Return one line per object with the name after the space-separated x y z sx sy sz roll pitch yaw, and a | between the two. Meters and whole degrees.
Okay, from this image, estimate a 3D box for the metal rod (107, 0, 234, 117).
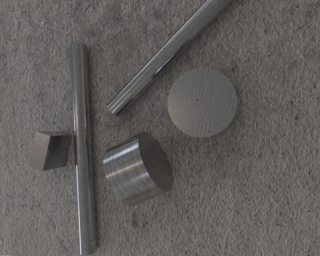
0.040 -0.125 0.394 0.299 0.025 0.025 -44 77 14 | metal rod

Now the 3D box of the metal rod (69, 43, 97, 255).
-0.111 0.029 0.448 0.025 0.025 0.298 -3 89 20 | metal rod

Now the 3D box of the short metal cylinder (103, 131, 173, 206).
-0.026 0.051 0.389 0.050 0.080 0.080 -26 82 18 | short metal cylinder

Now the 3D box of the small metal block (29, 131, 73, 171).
-0.158 0.032 0.452 0.025 0.050 0.050 15 95 19 | small metal block

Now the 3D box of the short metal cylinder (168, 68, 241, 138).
0.055 -0.029 0.376 0.080 0.050 0.080 0 90 20 | short metal cylinder
